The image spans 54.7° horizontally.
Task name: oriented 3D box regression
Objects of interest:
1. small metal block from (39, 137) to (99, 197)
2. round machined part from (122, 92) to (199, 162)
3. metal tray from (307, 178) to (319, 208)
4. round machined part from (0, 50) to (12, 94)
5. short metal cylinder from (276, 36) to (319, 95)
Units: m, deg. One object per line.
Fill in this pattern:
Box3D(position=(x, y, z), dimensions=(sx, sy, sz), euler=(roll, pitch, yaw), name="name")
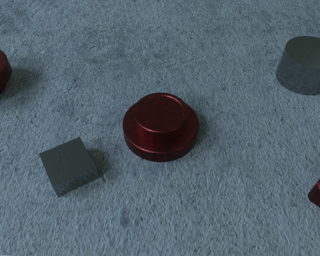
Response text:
Box3D(position=(-0.107, 0.045, 0.364), dimensions=(0.050, 0.025, 0.050), euler=(-24, 54, -19), name="small metal block")
Box3D(position=(0.001, -0.008, 0.399), dimensions=(0.099, 0.042, 0.098), euler=(0, 50, 0), name="round machined part")
Box3D(position=(0.244, 0.060, 0.352), dimensions=(0.090, 0.030, 0.131), euler=(37, 59, 27), name="metal tray")
Box3D(position=(-0.267, -0.073, 0.450), dimensions=(0.099, 0.042, 0.098), euler=(0, 50, 0), name="round machined part")
Box3D(position=(0.224, -0.095, 0.470), dimensions=(0.081, 0.050, 0.080), euler=(0, 50, 0), name="short metal cylinder")
